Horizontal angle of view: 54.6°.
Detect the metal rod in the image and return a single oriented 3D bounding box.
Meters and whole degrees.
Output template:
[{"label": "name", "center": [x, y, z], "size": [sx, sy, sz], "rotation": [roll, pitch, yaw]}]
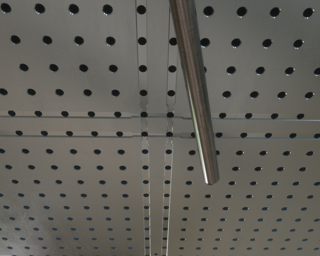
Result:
[{"label": "metal rod", "center": [0.047, -0.035, 0.382], "size": [0.025, 0.025, 0.299], "rotation": [-10, 130, 8]}]
